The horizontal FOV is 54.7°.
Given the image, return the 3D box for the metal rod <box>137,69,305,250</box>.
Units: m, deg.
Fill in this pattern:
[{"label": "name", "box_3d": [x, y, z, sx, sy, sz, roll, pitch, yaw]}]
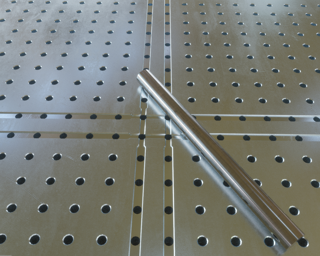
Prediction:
[{"label": "metal rod", "box_3d": [0.056, 0.018, 0.392, 0.025, 0.025, 0.300, -26, 55, -20]}]
